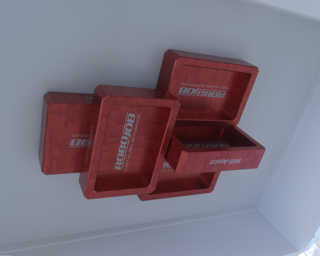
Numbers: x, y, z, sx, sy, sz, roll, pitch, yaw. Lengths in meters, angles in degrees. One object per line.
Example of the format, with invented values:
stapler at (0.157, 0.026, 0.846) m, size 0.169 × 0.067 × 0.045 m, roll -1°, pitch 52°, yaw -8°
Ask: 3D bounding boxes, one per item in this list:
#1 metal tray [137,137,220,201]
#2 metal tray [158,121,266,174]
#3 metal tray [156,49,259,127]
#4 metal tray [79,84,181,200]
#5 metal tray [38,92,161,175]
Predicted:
metal tray at (0.032, 0.058, 0.458) m, size 0.131 × 0.030 × 0.089 m, roll 0°, pitch 118°, yaw -29°
metal tray at (0.061, 0.019, 0.411) m, size 0.131 × 0.090 × 0.030 m, roll 1°, pitch 118°, yaw -29°
metal tray at (0.059, -0.048, 0.408) m, size 0.131 × 0.030 × 0.089 m, roll 1°, pitch 118°, yaw -29°
metal tray at (-0.037, 0.019, 0.356) m, size 0.091 × 0.030 × 0.129 m, roll 1°, pitch 118°, yaw -29°
metal tray at (-0.070, 0.007, 0.368) m, size 0.131 × 0.030 × 0.089 m, roll 0°, pitch 118°, yaw -29°
